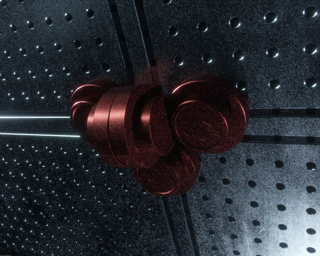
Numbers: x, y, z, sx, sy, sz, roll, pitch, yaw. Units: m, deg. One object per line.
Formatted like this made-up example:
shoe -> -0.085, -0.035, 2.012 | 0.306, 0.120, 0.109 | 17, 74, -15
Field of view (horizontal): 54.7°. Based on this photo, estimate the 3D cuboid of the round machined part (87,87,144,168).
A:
round machined part -> -0.052, -0.001, 0.381 | 0.042, 0.098, 0.097 | 1, 119, 27

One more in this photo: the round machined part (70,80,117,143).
round machined part -> -0.086, -0.015, 0.434 | 0.098, 0.042, 0.097 | 13, 124, 20

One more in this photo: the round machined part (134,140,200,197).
round machined part -> 0.003, 0.056, 0.432 | 0.098, 0.042, 0.097 | 13, 124, 20

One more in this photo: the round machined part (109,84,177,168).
round machined part -> -0.013, -0.002, 0.361 | 0.042, 0.098, 0.097 | -1, 118, 28

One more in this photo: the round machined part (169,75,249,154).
round machined part -> 0.051, -0.010, 0.365 | 0.098, 0.042, 0.097 | 13, 124, 20
